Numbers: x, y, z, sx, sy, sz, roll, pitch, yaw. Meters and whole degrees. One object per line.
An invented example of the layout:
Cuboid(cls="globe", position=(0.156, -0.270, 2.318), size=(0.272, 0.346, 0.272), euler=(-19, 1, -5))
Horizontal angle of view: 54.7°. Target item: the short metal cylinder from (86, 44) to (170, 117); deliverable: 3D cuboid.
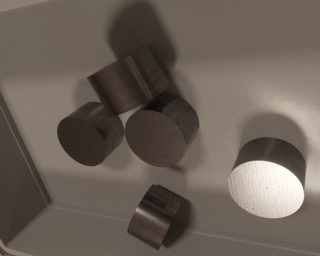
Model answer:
Cuboid(cls="short metal cylinder", position=(-0.036, -0.055, 0.357), size=(0.080, 0.080, 0.050), euler=(-17, 109, 34))

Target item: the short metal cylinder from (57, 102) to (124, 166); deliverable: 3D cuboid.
Cuboid(cls="short metal cylinder", position=(-0.099, 0.008, 0.448), size=(0.080, 0.050, 0.079), euler=(13, 124, 20))

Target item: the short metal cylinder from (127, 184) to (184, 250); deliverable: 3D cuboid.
Cuboid(cls="short metal cylinder", position=(-0.006, 0.130, 0.455), size=(0.050, 0.080, 0.079), euler=(26, 128, 11))

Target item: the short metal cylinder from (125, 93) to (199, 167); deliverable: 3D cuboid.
Cuboid(cls="short metal cylinder", position=(0.003, 0.002, 0.391), size=(0.080, 0.050, 0.079), euler=(13, 124, 20))

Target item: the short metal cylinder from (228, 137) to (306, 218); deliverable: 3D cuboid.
Cuboid(cls="short metal cylinder", position=(0.125, 0.057, 0.362), size=(0.080, 0.050, 0.079), euler=(13, 124, 20))
